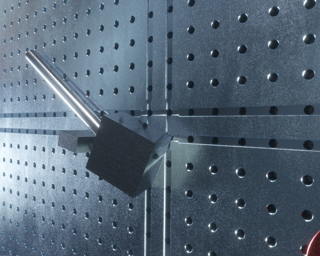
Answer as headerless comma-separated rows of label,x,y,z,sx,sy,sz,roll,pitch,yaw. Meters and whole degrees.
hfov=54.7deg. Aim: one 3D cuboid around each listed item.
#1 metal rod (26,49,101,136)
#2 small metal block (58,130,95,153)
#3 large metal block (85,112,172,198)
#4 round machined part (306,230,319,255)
metal rod,-0.162,-0.060,0.543,0.300,0.025,0.025,42,116,31
small metal block,-0.127,0.021,0.498,0.050,0.050,0.025,15,100,39
large metal block,-0.042,0.033,0.415,0.080,0.050,0.079,28,108,19
round machined part,0.177,0.117,0.252,0.098,0.042,0.097,0,90,40
